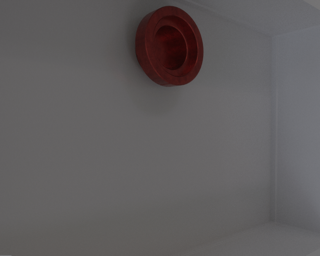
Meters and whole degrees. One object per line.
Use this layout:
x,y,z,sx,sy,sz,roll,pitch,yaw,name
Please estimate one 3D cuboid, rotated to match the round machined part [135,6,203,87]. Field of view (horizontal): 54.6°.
0.008,-0.102,0.401,0.099,0.042,0.097,0,90,-40,round machined part
